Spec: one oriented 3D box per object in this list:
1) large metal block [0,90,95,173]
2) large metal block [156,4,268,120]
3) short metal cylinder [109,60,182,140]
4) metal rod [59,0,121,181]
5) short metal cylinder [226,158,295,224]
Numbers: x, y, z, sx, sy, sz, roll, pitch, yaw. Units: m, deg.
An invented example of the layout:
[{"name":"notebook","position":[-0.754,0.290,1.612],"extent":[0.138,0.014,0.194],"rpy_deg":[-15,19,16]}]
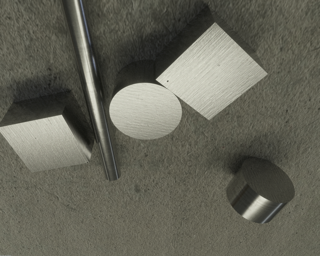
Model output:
[{"name":"large metal block","position":[-0.139,0.006,0.394],"extent":[0.080,0.050,0.080],"rpy_deg":[-11,130,8]},{"name":"large metal block","position":[0.052,-0.068,0.333],"extent":[0.080,0.050,0.080],"rpy_deg":[34,121,-26]},{"name":"short metal cylinder","position":[-0.016,-0.032,0.363],"extent":[0.081,0.050,0.079],"rpy_deg":[0,131,0]},{"name":"metal rod","position":[-0.079,-0.043,0.369],"extent":[0.025,0.025,0.298],"rpy_deg":[-3,130,2]},{"name":"short metal cylinder","position":[0.144,0.089,0.449],"extent":[0.081,0.080,0.050],"rpy_deg":[13,129,-11]}]
